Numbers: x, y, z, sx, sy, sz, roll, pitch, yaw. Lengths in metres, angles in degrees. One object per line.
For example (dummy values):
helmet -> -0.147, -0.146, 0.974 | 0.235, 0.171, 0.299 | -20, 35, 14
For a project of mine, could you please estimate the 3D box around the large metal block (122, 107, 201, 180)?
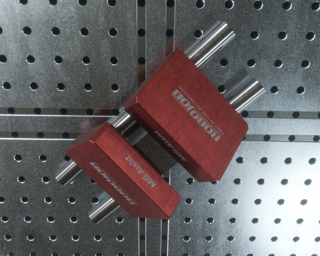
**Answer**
large metal block -> 0.001, 0.011, 0.388 | 0.080, 0.080, 0.050 | -40, 106, 13

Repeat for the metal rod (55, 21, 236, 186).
metal rod -> -0.028, -0.024, 0.404 | 0.300, 0.025, 0.025 | -41, 106, 13

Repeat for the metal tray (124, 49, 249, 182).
metal tray -> 0.035, -0.012, 0.351 | 0.130, 0.030, 0.090 | 45, 60, -15

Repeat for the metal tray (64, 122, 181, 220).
metal tray -> -0.046, 0.057, 0.376 | 0.130, 0.030, 0.090 | 48, 146, -16

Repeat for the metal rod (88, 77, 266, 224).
metal rod -> 0.015, 0.038, 0.428 | 0.300, 0.025, 0.025 | -40, 106, 13
